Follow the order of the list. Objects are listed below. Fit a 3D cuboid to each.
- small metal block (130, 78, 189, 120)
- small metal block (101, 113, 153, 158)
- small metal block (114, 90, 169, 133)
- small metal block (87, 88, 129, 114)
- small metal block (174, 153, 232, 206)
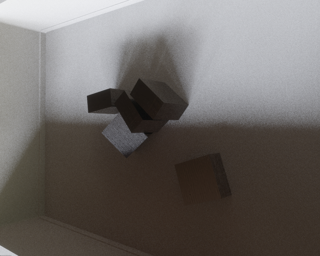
[{"bbox_3d":[-0.001,-0.035,0.389,0.050,0.050,0.025,47,118,29],"label":"small metal block"},{"bbox_3d":[-0.044,0.005,0.429,0.050,0.025,0.050,46,121,1],"label":"small metal block"},{"bbox_3d":[-0.024,-0.021,0.409,0.025,0.050,0.050,-47,62,29],"label":"small metal block"},{"bbox_3d":[-0.068,-0.037,0.444,0.050,0.050,0.025,-10,83,39],"label":"small metal block"},{"bbox_3d":[0.050,0.061,0.364,0.050,0.025,0.050,-23,76,37],"label":"small metal block"}]
